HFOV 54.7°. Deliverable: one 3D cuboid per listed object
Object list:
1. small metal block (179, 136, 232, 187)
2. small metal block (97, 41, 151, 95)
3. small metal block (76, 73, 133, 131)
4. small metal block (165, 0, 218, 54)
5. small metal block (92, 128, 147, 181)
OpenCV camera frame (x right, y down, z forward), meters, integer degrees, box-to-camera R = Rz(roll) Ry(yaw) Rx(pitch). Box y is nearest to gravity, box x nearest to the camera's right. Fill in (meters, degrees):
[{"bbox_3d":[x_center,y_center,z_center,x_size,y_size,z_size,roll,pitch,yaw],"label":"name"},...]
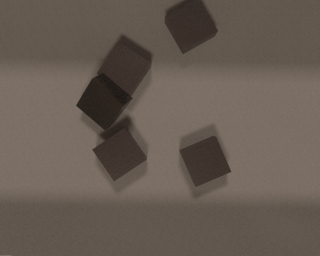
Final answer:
[{"bbox_3d":[0.059,0.044,0.412,0.050,0.025,0.050,-23,90,-1],"label":"small metal block"},{"bbox_3d":[-0.047,-0.077,0.411,0.050,0.025,0.050,33,90,-1],"label":"small metal block"},{"bbox_3d":[-0.072,-0.034,0.398,0.050,0.025,0.050,41,125,-1],"label":"small metal block"},{"bbox_3d":[0.041,-0.135,0.412,0.050,0.025,0.050,-30,90,-1],"label":"small metal block"},{"bbox_3d":[-0.052,0.034,0.411,0.050,0.025,0.050,-34,90,0],"label":"small metal block"}]
